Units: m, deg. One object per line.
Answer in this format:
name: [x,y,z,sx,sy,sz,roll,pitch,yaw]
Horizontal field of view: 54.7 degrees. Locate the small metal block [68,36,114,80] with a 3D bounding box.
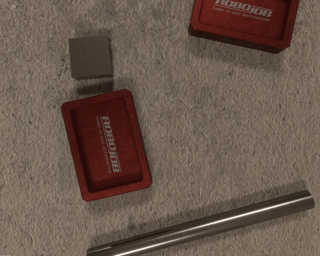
small metal block: [-0.090,-0.092,0.409,0.050,0.025,0.050,-5,90,-1]

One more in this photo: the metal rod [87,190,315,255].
metal rod: [0.053,0.133,0.410,0.302,0.025,0.025,-15,90,-1]

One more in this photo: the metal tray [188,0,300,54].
metal tray: [0.110,-0.157,0.408,0.131,0.030,0.089,12,90,-1]

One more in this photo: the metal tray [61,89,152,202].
metal tray: [-0.068,0.022,0.406,0.091,0.030,0.129,-13,90,-1]
